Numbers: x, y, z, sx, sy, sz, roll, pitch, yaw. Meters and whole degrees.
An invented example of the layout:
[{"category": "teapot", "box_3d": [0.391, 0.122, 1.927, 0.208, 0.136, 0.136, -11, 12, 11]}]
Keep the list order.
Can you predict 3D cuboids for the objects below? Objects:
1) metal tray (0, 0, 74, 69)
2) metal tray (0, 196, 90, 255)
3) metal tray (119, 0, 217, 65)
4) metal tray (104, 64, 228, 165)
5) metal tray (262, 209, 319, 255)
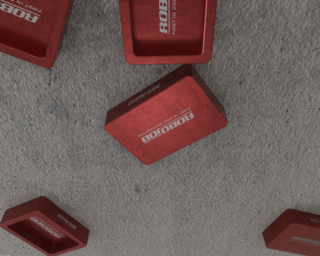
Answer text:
[{"category": "metal tray", "box_3d": [-0.156, -0.122, 0.298, 0.131, 0.030, 0.089, 19, 128, -16]}, {"category": "metal tray", "box_3d": [-0.202, 0.181, 0.555, 0.090, 0.030, 0.130, -23, 127, 18]}, {"category": "metal tray", "box_3d": [0.007, -0.126, 0.296, 0.091, 0.030, 0.129, -1, 130, 0]}, {"category": "metal tray", "box_3d": [0.007, -0.012, 0.394, 0.130, 0.030, 0.090, -29, 125, 22]}, {"category": "metal tray", "box_3d": [0.272, 0.198, 0.575, 0.131, 0.030, 0.089, 15, 129, -13]}]
